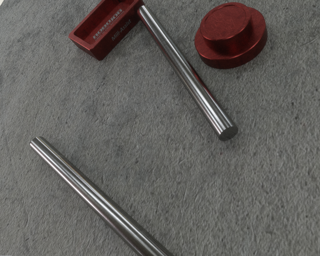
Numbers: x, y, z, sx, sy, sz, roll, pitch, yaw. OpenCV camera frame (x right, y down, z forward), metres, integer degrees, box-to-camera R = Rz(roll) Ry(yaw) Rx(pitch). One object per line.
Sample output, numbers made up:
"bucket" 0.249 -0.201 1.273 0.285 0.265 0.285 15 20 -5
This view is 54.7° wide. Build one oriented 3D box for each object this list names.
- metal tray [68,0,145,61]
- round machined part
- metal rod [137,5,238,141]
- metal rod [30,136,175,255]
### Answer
"metal tray" -0.096 -0.192 0.568 0.130 0.030 0.090 -49 52 -6
"round machined part" 0.094 -0.133 0.425 0.098 0.042 0.098 -13 56 21
"metal rod" 0.026 -0.098 0.450 0.025 0.025 0.300 -33 52 7
"metal rod" -0.089 0.084 0.398 0.300 0.025 0.025 30 78 37
